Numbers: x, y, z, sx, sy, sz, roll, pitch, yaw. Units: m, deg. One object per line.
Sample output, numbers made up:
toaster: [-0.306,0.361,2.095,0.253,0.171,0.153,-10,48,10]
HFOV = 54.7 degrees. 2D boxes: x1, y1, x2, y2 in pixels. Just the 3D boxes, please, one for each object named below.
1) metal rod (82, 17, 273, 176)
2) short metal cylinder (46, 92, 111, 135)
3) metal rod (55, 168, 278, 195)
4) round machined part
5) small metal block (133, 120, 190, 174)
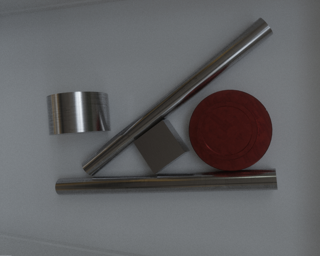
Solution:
metal rod: [0.012,-0.031,0.404,0.300,0.025,0.025,-38,78,15]
short metal cylinder: [-0.109,-0.018,0.417,0.080,0.080,0.050,-5,89,19]
metal rod: [-0.006,0.073,0.410,0.301,0.025,0.025,-6,88,19]
round machined part: [0.082,0.003,0.369,0.098,0.042,0.097,0,90,19]
small metal block: [0.002,0.024,0.407,0.050,0.025,0.050,-37,79,16]
